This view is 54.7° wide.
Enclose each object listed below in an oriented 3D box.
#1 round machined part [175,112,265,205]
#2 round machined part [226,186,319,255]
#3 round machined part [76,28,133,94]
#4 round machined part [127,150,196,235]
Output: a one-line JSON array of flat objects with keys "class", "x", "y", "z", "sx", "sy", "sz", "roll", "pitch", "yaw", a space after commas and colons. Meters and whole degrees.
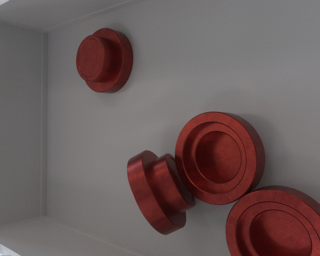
[{"class": "round machined part", "x": 0.068, "y": 0.031, "z": 0.340, "sx": 0.098, "sy": 0.042, "sz": 0.097, "roll": 0, "pitch": 90, "yaw": 40}, {"class": "round machined part", "x": 0.117, "y": 0.103, "z": 0.296, "sx": 0.098, "sy": 0.042, "sz": 0.097, "roll": 3, "pitch": 94, "yaw": 37}, {"class": "round machined part", "x": -0.090, "y": -0.103, "z": 0.470, "sx": 0.098, "sy": 0.042, "sz": 0.097, "roll": 0, "pitch": 90, "yaw": 40}, {"class": "round machined part", "x": 0.007, "y": 0.069, "z": 0.359, "sx": 0.042, "sy": 0.098, "sz": 0.098, "roll": -29, "pitch": 70, "yaw": 12}]
